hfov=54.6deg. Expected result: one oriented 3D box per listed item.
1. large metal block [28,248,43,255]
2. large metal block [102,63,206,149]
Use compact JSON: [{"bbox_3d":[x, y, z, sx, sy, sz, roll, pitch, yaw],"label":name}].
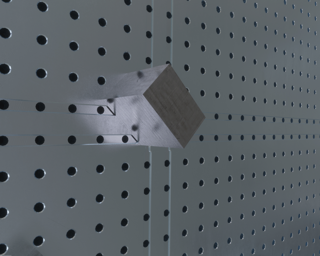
[{"bbox_3d":[-0.119,0.179,0.293,0.080,0.050,0.080,-44,116,-31],"label":"large metal block"},{"bbox_3d":[-0.007,-0.023,0.366,0.080,0.080,0.050,52,60,-27],"label":"large metal block"}]
